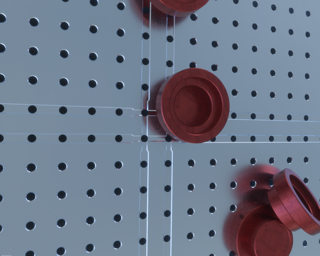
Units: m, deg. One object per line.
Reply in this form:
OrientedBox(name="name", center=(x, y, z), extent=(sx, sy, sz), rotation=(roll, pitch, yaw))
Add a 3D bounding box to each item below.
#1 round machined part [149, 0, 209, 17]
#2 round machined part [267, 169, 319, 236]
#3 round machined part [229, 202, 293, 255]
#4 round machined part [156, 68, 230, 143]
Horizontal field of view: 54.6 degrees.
OrientedBox(name="round machined part", center=(0.020, -0.196, 0.410), extent=(0.099, 0.042, 0.097), rotation=(0, 90, -20))
OrientedBox(name="round machined part", center=(0.197, 0.112, 0.457), extent=(0.098, 0.098, 0.042), rotation=(42, 118, -15))
OrientedBox(name="round machined part", center=(0.157, 0.164, 0.461), extent=(0.099, 0.042, 0.097), rotation=(0, 90, -20))
OrientedBox(name="round machined part", center=(0.041, -0.029, 0.418), extent=(0.099, 0.042, 0.097), rotation=(0, 90, -20))
